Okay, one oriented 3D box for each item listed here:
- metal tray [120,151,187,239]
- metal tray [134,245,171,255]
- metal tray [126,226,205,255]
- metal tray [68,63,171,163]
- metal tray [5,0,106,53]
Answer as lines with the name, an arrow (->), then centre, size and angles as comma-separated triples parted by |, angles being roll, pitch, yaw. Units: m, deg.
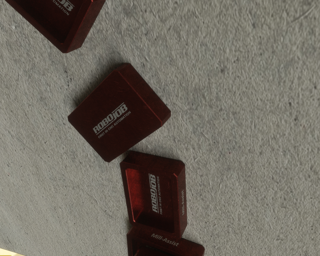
metal tray -> -0.007, 0.103, 0.471 | 0.090, 0.030, 0.129 | 9, 123, 23
metal tray -> 0.003, 0.267, 0.527 | 0.090, 0.030, 0.129 | 11, 123, 22
metal tray -> 0.008, 0.223, 0.537 | 0.130, 0.030, 0.089 | 14, 124, 20
metal tray -> -0.059, -0.016, 0.425 | 0.130, 0.030, 0.090 | -35, 99, 38
metal tray -> -0.137, -0.166, 0.372 | 0.130, 0.030, 0.090 | 43, 129, -2
